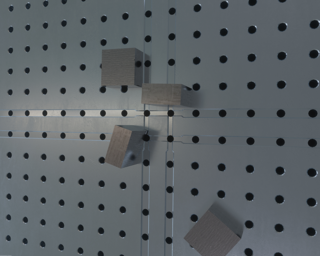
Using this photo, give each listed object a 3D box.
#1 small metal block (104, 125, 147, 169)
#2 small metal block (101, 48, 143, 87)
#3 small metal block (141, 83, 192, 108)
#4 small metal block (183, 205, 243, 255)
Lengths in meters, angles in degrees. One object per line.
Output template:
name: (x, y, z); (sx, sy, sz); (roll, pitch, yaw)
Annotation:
small metal block: (-0.045, 0.024, 0.416); (0.025, 0.050, 0.050); (19, 97, 19)
small metal block: (-0.053, -0.083, 0.432); (0.050, 0.025, 0.050); (2, 91, 20)
small metal block: (0.010, -0.041, 0.396); (0.050, 0.050, 0.025); (4, 92, 20)
small metal block: (0.067, 0.135, 0.389); (0.050, 0.025, 0.050); (41, 103, 15)
